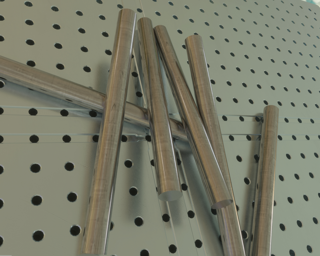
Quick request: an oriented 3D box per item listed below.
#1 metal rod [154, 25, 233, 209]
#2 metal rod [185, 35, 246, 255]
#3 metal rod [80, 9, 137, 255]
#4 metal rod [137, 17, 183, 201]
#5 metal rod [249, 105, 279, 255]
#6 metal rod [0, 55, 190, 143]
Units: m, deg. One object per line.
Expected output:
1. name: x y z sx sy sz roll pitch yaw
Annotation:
1. metal rod: 0.033 -0.037 0.420 0.025 0.025 0.299 3 52 -27
2. metal rod: 0.069 0.014 0.405 0.025 0.025 0.299 1 71 -28
3. metal rod: -0.054 -0.015 0.359 0.025 0.025 0.299 14 65 -21
4. metal rod: -0.007 -0.049 0.405 0.025 0.025 0.300 10 49 -23
5. metal rod: 0.148 0.082 0.436 0.025 0.025 0.300 28 52 -11
6. metal rod: -0.068 -0.030 0.389 0.302 0.025 0.025 19 54 -17
